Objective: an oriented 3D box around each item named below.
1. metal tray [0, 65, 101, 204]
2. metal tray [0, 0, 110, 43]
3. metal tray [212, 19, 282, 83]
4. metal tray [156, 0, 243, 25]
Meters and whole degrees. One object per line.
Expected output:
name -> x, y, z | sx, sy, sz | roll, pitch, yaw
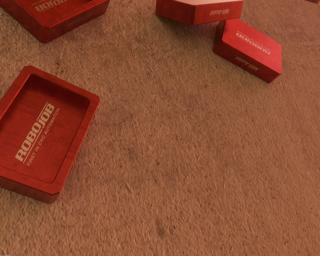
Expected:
metal tray -> -0.128, 0.003, 0.329 | 0.090, 0.030, 0.130 | 25, 53, -13
metal tray -> -0.144, -0.182, 0.433 | 0.090, 0.030, 0.131 | 42, 51, 1
metal tray -> 0.166, -0.150, 0.581 | 0.131, 0.030, 0.090 | 25, 53, -13
metal tray -> 0.069, -0.210, 0.537 | 0.131, 0.030, 0.090 | -22, 40, -36
